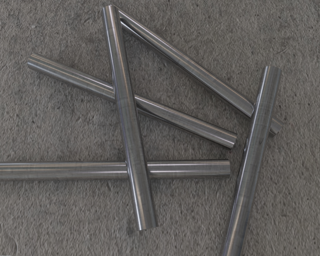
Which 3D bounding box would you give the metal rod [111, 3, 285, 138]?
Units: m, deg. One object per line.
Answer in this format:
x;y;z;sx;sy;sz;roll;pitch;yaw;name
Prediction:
0.041;-0.088;0.440;0.300;0.025;0.025;38;74;12;metal rod

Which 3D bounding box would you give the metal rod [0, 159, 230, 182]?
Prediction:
-0.065;0.053;0.388;0.302;0.025;0.025;-1;70;-1;metal rod

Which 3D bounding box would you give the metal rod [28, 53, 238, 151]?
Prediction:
-0.042;-0.038;0.421;0.301;0.025;0.025;23;72;8;metal rod

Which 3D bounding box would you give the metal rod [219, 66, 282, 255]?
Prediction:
0.103;0.065;0.368;0.025;0.025;0.299;16;77;5;metal rod

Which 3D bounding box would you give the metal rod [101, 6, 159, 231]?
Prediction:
-0.042;-0.027;0.389;0.025;0.025;0.299;-10;70;-4;metal rod
